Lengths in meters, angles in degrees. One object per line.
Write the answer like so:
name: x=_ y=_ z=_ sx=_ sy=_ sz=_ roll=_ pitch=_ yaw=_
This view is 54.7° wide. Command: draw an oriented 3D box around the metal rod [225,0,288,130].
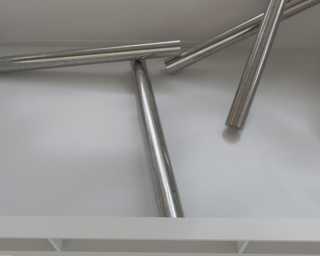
metal rod: x=0.150 y=-0.140 z=0.427 sx=0.025 sy=0.025 sz=0.299 roll=19 pitch=83 yaw=15

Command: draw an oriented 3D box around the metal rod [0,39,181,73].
metal rod: x=-0.120 y=-0.108 z=0.473 sx=0.302 sy=0.025 sz=0.025 roll=-4 pitch=50 yaw=4

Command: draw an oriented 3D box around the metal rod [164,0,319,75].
metal rod: x=0.147 y=-0.156 z=0.460 sx=0.301 sy=0.025 sz=0.025 roll=-24 pitch=50 yaw=10

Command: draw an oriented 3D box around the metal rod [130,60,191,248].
metal rod: x=-0.010 y=0.000 z=0.387 sx=0.025 sy=0.025 sz=0.300 roll=-7 pitch=45 yaw=-6

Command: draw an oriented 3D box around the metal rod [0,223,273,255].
metal rod: x=-0.043 y=0.112 z=0.310 sx=0.302 sy=0.025 sz=0.025 roll=1 pitch=50 yaw=1
